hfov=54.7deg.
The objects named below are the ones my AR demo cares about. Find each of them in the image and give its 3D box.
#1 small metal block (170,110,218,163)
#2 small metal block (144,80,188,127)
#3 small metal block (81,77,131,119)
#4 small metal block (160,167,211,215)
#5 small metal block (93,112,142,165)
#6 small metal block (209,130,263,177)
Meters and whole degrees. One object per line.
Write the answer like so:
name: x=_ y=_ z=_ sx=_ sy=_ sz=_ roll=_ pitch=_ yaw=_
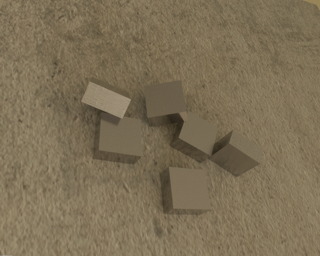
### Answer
small metal block: x=0.047 y=0.012 z=0.424 sx=0.050 sy=0.025 sz=0.050 roll=30 pitch=52 yaw=-10
small metal block: x=0.008 y=-0.033 z=0.415 sx=0.050 sy=0.025 sz=0.050 roll=-9 pitch=61 yaw=4
small metal block: x=-0.065 y=-0.038 z=0.375 sx=0.050 sy=0.025 sz=0.050 roll=23 pitch=10 yaw=-15
small metal block: x=0.030 y=0.077 z=0.375 sx=0.050 sy=0.025 sz=0.050 roll=9 pitch=58 yaw=-24
small metal block: x=-0.050 y=0.013 z=0.370 sx=0.050 sy=0.025 sz=0.050 roll=11 pitch=57 yaw=-23
small metal block: x=0.103 y=0.036 z=0.423 sx=0.050 sy=0.050 sz=0.025 roll=33 pitch=51 yaw=-7
